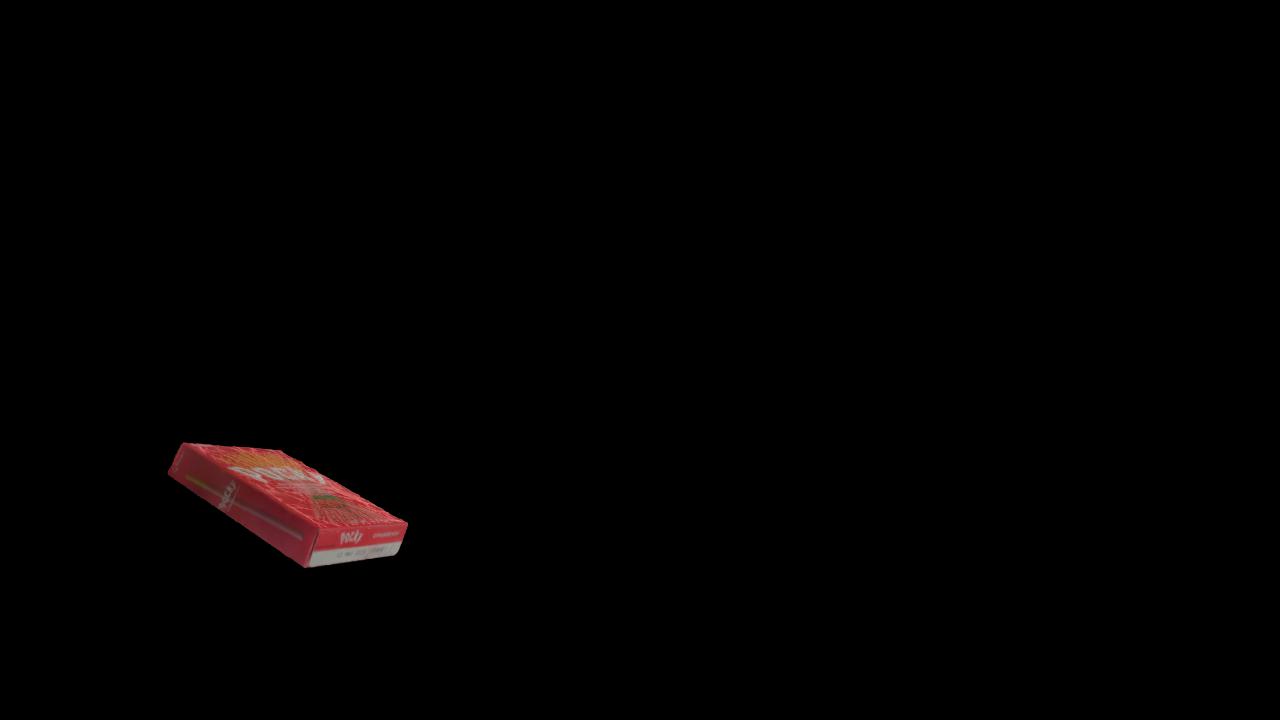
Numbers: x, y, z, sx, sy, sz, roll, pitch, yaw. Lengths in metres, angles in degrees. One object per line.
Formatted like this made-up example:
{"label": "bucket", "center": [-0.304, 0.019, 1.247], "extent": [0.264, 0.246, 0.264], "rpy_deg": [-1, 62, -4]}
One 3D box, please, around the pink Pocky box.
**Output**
{"label": "pink Pocky box", "center": [-0.257, 0.103, 0.452], "extent": [0.155, 0.029, 0.084], "rpy_deg": [20, -5, 23]}
